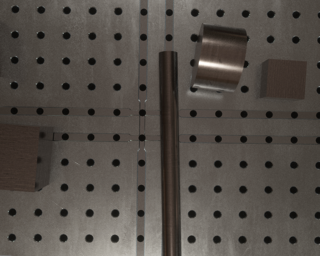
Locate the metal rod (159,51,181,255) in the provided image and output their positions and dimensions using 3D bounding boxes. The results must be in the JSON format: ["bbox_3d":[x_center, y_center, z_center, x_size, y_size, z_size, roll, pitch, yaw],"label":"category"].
[{"bbox_3d":[0.014,0.049,0.413,0.025,0.025,0.298,-1,90,-1],"label":"metal rod"}]

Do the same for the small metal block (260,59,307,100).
[{"bbox_3d":[0.165,-0.064,0.416,0.050,0.025,0.050,4,90,-1],"label":"small metal block"}]

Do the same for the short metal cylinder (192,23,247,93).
[{"bbox_3d":[0.071,-0.087,0.387,0.050,0.080,0.080,8,90,0],"label":"short metal cylinder"}]

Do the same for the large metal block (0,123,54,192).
[{"bbox_3d":[-0.189,0.035,0.398,0.081,0.050,0.079,5,90,-1],"label":"large metal block"}]
